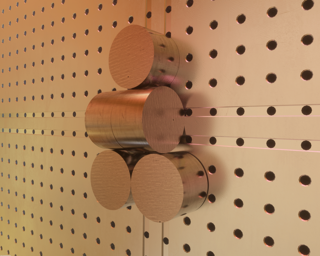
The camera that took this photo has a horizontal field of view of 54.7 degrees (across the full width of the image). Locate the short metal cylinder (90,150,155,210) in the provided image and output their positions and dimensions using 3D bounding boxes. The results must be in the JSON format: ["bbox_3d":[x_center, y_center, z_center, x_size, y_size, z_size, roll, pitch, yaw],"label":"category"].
[{"bbox_3d":[-0.051,0.069,0.432,0.080,0.050,0.079,0,90,39],"label":"short metal cylinder"}]

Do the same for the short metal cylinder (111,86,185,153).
[{"bbox_3d":[-0.013,-0.010,0.383,0.050,0.081,0.079,1,91,40],"label":"short metal cylinder"}]

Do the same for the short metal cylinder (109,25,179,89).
[{"bbox_3d":[-0.022,-0.090,0.409,0.080,0.050,0.079,0,90,39],"label":"short metal cylinder"}]

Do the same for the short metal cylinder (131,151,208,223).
[{"bbox_3d":[0.011,0.070,0.381,0.080,0.050,0.079,0,90,39],"label":"short metal cylinder"}]

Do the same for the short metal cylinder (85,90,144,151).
[{"bbox_3d":[-0.052,-0.010,0.415,0.050,0.081,0.079,1,91,40],"label":"short metal cylinder"}]
